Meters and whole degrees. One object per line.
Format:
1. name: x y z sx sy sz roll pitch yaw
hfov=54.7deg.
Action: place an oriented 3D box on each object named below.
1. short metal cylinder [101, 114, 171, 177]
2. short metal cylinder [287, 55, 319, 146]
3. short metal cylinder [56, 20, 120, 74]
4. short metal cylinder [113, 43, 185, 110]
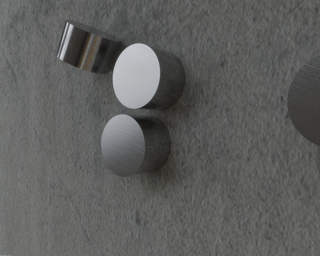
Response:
1. short metal cylinder: -0.033 0.022 0.414 0.080 0.050 0.079 0 90 39
2. short metal cylinder: 0.156 -0.022 0.259 0.080 0.050 0.079 0 90 39
3. short metal cylinder: -0.105 -0.118 0.453 0.080 0.081 0.050 36 112 34
4. short metal cylinder: -0.015 -0.064 0.399 0.080 0.050 0.079 0 90 39
